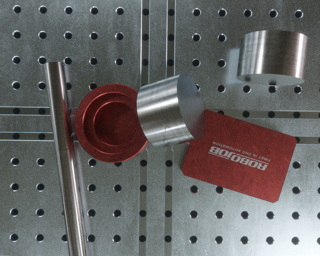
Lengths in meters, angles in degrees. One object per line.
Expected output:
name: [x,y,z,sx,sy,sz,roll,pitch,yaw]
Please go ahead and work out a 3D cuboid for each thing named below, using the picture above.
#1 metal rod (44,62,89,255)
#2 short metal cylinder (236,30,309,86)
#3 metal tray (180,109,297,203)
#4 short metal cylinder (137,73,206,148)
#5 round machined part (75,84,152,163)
metal rod: [-0.122,0.063,0.412,0.025,0.025,0.298,-7,90,0]
short metal cylinder: [0.139,-0.085,0.387,0.080,0.080,0.050,6,90,0]
metal tray: [0.102,0.036,0.412,0.131,0.030,0.090,17,90,0]
short metal cylinder: [0.016,-0.020,0.369,0.050,0.080,0.080,-14,90,26]
round machined part: [-0.054,-0.005,0.399,0.098,0.042,0.097,0,87,9]
